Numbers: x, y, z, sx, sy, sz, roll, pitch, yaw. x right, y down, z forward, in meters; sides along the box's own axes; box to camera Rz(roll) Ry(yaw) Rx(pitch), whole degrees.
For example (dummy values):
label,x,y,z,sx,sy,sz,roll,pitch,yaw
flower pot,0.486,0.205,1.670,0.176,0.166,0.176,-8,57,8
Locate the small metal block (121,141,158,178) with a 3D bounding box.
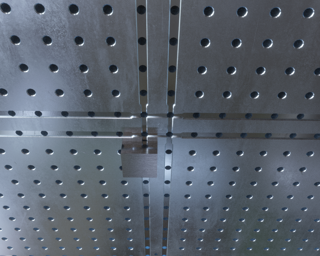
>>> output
label,x,y,z,sx,sy,sz,roll,pitch,yaw
small metal block,-0.029,0.046,0.450,0.050,0.025,0.050,1,130,-1
